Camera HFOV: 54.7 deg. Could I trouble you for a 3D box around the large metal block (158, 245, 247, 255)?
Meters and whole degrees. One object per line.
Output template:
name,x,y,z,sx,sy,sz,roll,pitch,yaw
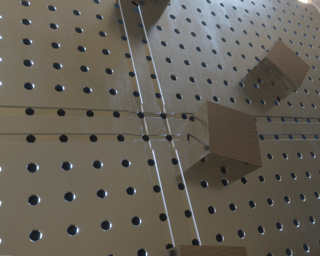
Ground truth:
large metal block,0.047,0.167,0.317,0.081,0.050,0.080,11,57,-23

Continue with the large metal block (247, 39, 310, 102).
large metal block,0.224,-0.109,0.583,0.080,0.050,0.080,42,51,0

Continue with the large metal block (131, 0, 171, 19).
large metal block,-0.010,-0.248,0.521,0.080,0.080,0.050,31,52,-9

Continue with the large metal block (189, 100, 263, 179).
large metal block,0.088,0.018,0.431,0.081,0.050,0.080,16,55,-20
